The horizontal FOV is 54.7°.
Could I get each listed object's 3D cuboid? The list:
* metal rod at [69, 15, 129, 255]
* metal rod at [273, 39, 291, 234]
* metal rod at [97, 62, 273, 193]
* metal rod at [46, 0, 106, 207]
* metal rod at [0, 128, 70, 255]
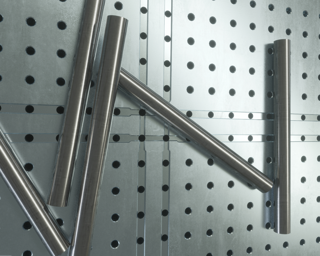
[{"bbox_3d":[-0.074,0.019,0.369,0.025,0.025,0.298,9,93,-20],"label":"metal rod"},{"bbox_3d":[0.191,0.013,0.485,0.025,0.025,0.298,0,90,-20],"label":"metal rod"},{"bbox_3d":[0.046,0.005,0.430,0.301,0.025,0.025,36,78,-17],"label":"metal rod"},{"bbox_3d":[-0.097,-0.056,0.377,0.025,0.025,0.298,11,86,-20],"label":"metal rod"},{"bbox_3d":[-0.185,0.014,0.344,0.025,0.025,0.299,-30,100,-18],"label":"metal rod"}]
